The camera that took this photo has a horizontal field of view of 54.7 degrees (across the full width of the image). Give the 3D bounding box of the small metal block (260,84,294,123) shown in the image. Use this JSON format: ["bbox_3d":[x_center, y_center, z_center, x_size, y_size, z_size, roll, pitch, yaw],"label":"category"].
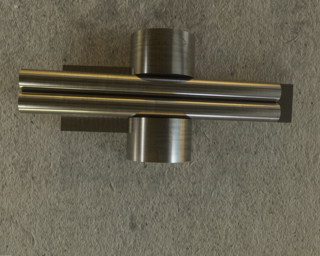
[{"bbox_3d":[0.146,-0.033,0.413,0.050,0.025,0.050,3,90,0],"label":"small metal block"}]

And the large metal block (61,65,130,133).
[{"bbox_3d":[-0.078,-0.035,0.398,0.081,0.050,0.080,2,90,0],"label":"large metal block"}]

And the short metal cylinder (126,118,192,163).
[{"bbox_3d":[-0.001,0.013,0.384,0.081,0.080,0.050,2,90,0],"label":"short metal cylinder"}]

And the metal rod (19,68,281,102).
[{"bbox_3d":[-0.004,-0.049,0.366,0.302,0.025,0.025,2,90,-8],"label":"metal rod"}]

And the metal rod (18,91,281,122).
[{"bbox_3d":[-0.005,-0.024,0.366,0.302,0.025,0.025,2,90,-8],"label":"metal rod"}]

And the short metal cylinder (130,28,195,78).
[{"bbox_3d":[0.003,-0.086,0.384,0.081,0.080,0.050,2,90,0],"label":"short metal cylinder"}]
